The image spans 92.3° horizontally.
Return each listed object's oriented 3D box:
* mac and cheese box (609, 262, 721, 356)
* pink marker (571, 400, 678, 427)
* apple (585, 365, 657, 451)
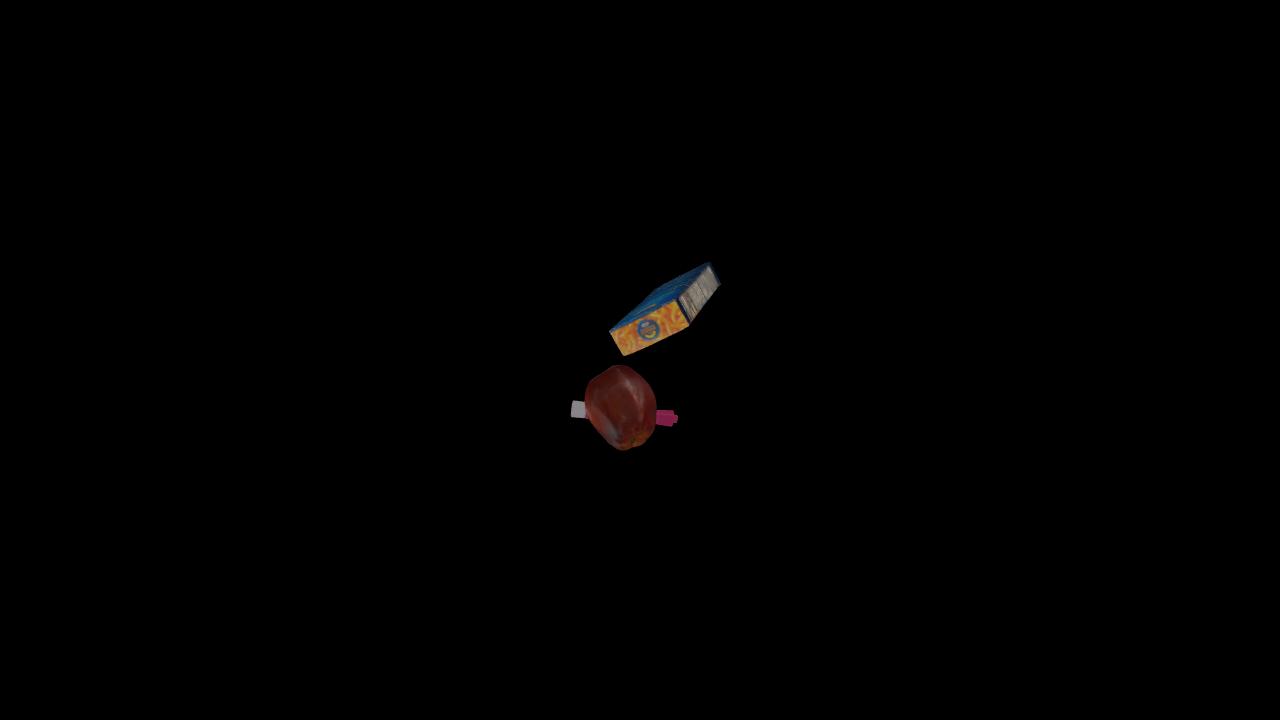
[{"bbox_3d":[0.037,-0.068,0.764,0.093,0.041,0.184,-23,13,26],"label":"mac and cheese box"},{"bbox_3d":[-0.017,0.061,0.692,0.121,0.020,0.020,7,-1,-9],"label":"pink marker"},{"bbox_3d":[-0.020,0.052,0.679,0.079,0.093,0.079,-19,-34,-14],"label":"apple"}]
